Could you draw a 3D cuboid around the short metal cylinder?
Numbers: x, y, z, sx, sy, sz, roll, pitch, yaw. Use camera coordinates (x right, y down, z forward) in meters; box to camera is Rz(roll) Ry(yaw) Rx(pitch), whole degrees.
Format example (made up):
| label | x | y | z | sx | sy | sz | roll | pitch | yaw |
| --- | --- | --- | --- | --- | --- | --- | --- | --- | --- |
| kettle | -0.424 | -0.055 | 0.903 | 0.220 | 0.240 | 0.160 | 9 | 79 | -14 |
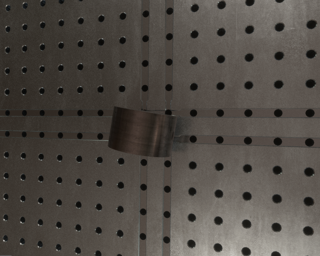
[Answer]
| label | x | y | z | sx | sy | sz | roll | pitch | yaw |
| --- | --- | --- | --- | --- | --- | --- | --- | --- | --- |
| short metal cylinder | -0.022 | 0.004 | 0.390 | 0.080 | 0.080 | 0.050 | 11 | 94 | 19 |
